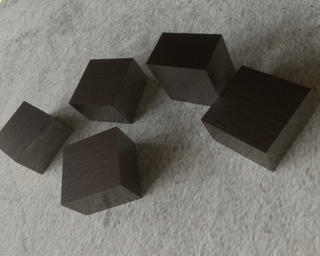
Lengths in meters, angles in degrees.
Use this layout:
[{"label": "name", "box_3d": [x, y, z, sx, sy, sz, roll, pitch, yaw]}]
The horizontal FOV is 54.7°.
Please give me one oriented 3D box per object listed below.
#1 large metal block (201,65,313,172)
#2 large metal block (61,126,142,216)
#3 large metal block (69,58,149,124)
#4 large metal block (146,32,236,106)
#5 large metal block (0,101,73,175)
[{"label": "large metal block", "box_3d": [0.106, -0.012, 0.339, 0.080, 0.050, 0.080, 31, 79, 37]}, {"label": "large metal block", "box_3d": [-0.074, 0.055, 0.391, 0.080, 0.050, 0.080, -21, 54, 15]}, {"label": "large metal block", "box_3d": [-0.074, -0.055, 0.459, 0.080, 0.050, 0.080, 5, 64, 30]}, {"label": "large metal block", "box_3d": [0.042, -0.072, 0.390, 0.080, 0.080, 0.050, 13, 69, 33]}, {"label": "large metal block", "box_3d": [-0.198, 0.014, 0.481, 0.080, 0.050, 0.080, 23, 74, 36]}]
